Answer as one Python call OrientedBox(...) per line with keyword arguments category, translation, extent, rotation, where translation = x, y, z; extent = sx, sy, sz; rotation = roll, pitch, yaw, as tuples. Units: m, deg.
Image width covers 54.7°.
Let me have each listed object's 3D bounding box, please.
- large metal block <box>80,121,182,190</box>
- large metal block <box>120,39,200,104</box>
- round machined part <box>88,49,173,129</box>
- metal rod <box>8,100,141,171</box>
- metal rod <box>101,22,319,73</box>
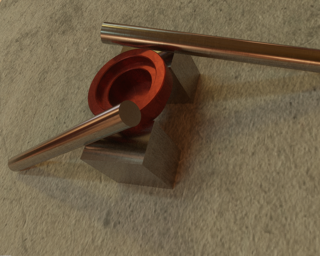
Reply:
OrientedBox(category="large metal block", translation=(-0.030, 0.032, 0.365), extent=(0.080, 0.080, 0.050), rotation=(1, 63, 28))
OrientedBox(category="large metal block", translation=(-0.001, -0.074, 0.414), extent=(0.080, 0.080, 0.050), rotation=(1, 63, 28))
OrientedBox(category="round machined part", translation=(-0.030, -0.040, 0.358), extent=(0.098, 0.042, 0.098), rotation=(-13, 56, 20))
OrientedBox(category="metal rod", translation=(-0.127, 0.022, 0.386), extent=(0.299, 0.025, 0.025), rotation=(-19, 51, 45))
OrientedBox(category="metal rod", translation=(0.081, -0.088, 0.347), extent=(0.302, 0.025, 0.025), rotation=(10, 65, 8))
